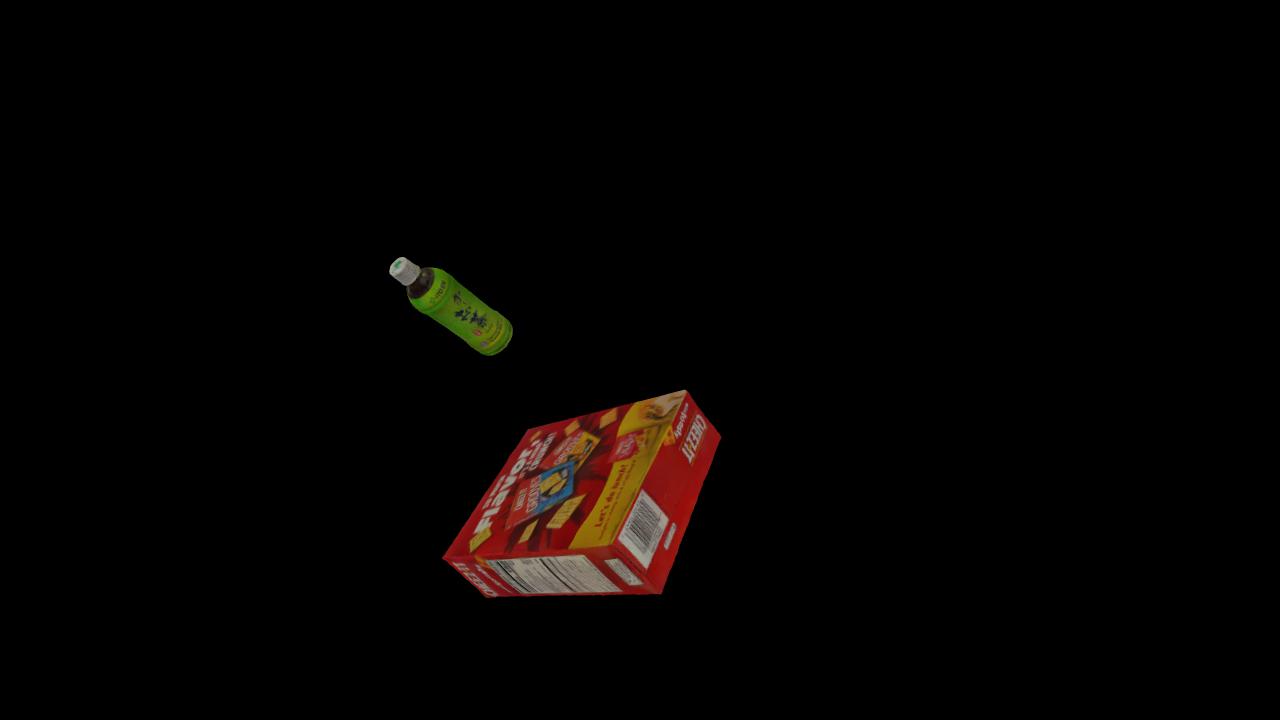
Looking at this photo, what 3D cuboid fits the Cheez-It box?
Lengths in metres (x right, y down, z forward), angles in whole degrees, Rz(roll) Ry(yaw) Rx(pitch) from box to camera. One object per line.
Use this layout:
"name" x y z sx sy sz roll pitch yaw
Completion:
"Cheez-It box" -0.053 0.123 0.551 0.223 0.071 0.166 -18 29 38

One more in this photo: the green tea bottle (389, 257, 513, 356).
"green tea bottle" -0.276 -0.079 0.901 0.073 0.073 0.212 0 -24 30
